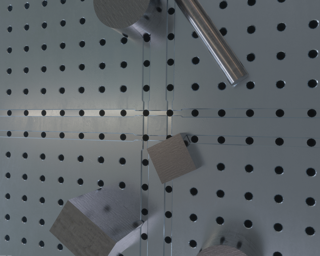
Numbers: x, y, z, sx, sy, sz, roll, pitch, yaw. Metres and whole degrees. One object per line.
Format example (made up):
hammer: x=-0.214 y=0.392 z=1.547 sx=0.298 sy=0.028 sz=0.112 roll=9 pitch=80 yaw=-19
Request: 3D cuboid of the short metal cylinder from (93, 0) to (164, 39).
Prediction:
short metal cylinder: x=-0.040 y=-0.165 z=0.414 sx=0.080 sy=0.050 sz=0.079 roll=0 pitch=90 yaw=20

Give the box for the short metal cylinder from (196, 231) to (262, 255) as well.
short metal cylinder: x=0.081 y=0.171 z=0.371 sx=0.080 sy=0.050 sz=0.079 roll=0 pitch=90 yaw=20

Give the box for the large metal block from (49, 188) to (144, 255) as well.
large metal block: x=-0.081 y=0.131 z=0.412 sx=0.080 sy=0.080 sz=0.050 roll=36 pitch=102 yaw=16

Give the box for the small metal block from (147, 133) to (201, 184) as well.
small metal block: x=0.018 y=0.039 z=0.406 sx=0.050 sy=0.025 sz=0.050 roll=-27 pitch=81 yaw=18

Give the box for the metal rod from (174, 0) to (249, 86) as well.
metal rod: x=0.022 y=-0.185 z=0.404 sx=0.025 sy=0.025 sz=0.299 roll=-34 pitch=79 yaw=17
